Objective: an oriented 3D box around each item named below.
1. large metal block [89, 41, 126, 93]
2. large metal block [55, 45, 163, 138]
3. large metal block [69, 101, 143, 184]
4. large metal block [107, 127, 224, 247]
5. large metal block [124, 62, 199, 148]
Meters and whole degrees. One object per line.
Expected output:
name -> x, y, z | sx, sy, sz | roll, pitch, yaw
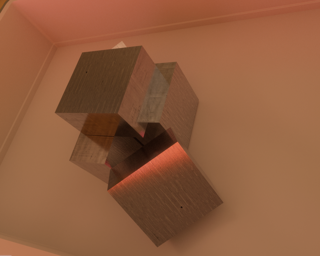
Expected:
large metal block -> -0.062, -0.066, 0.432 | 0.080, 0.080, 0.050 | -37, 86, 3
large metal block -> -0.053, -0.038, 0.335 | 0.080, 0.050, 0.080 | 2, 63, 29
large metal block -> -0.054, 0.021, 0.384 | 0.050, 0.080, 0.080 | 1, 62, 28
large metal block -> 0.004, 0.059, 0.320 | 0.080, 0.080, 0.050 | -36, 16, 4
large metal block -> 0.004, -0.022, 0.379 | 0.050, 0.080, 0.080 | 1, 62, 28
